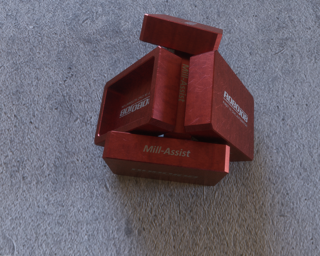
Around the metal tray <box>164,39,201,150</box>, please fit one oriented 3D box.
[{"bbox_3d":[0.026,-0.036,0.388,0.030,0.090,0.130,7,70,2],"label":"metal tray"}]

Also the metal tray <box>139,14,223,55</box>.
[{"bbox_3d":[0.034,-0.123,0.406,0.090,0.130,0.030,17,112,5],"label":"metal tray"}]

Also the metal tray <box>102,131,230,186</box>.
[{"bbox_3d":[0.007,0.039,0.360,0.131,0.090,0.030,7,70,2],"label":"metal tray"}]

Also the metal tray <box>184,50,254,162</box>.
[{"bbox_3d":[0.076,-0.019,0.364,0.030,0.130,0.090,-7,67,33],"label":"metal tray"}]

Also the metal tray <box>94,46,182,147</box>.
[{"bbox_3d":[-0.030,-0.029,0.368,0.030,0.130,0.090,20,66,-32],"label":"metal tray"}]
